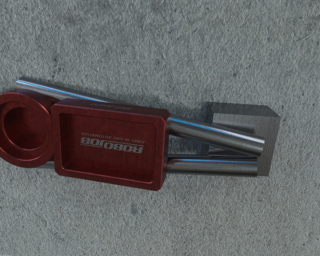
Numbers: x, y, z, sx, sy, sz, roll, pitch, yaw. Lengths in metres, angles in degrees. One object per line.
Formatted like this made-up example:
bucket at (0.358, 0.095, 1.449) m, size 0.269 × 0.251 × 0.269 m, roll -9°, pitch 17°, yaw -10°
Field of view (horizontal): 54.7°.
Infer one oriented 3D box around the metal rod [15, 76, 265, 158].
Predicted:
metal rod at (-0.030, -0.015, 0.370) m, size 0.301 × 0.025 × 0.025 m, roll 15°, pitch 110°, yaw 8°

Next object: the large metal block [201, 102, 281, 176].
large metal block at (0.101, 0.013, 0.402) m, size 0.081 × 0.050 × 0.079 m, roll 4°, pitch 110°, yaw -2°

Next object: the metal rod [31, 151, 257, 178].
metal rod at (-0.035, 0.044, 0.392) m, size 0.301 × 0.025 × 0.025 m, roll 1°, pitch 111°, yaw 13°

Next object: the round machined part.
round machined part at (-0.166, -0.002, 0.393) m, size 0.098 × 0.042 × 0.097 m, roll 3°, pitch 110°, yaw 9°

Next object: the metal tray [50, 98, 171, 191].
metal tray at (-0.057, 0.018, 0.359) m, size 0.131 × 0.030 × 0.089 m, roll 7°, pitch 110°, yaw 10°
